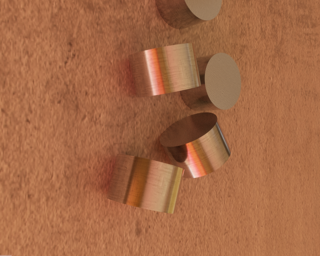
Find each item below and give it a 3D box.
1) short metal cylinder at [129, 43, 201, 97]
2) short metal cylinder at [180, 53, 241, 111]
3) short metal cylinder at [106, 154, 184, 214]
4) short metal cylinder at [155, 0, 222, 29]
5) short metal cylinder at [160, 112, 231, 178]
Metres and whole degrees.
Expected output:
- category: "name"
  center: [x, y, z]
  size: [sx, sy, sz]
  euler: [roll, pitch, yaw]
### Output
- category: "short metal cylinder"
  center: [0.006, -0.069, 0.376]
  size: [0.081, 0.080, 0.050]
  euler: [-18, 102, -39]
- category: "short metal cylinder"
  center: [0.074, -0.065, 0.452]
  size: [0.081, 0.050, 0.079]
  euler: [0, 90, -40]
- category: "short metal cylinder"
  center: [-0.016, 0.064, 0.357]
  size: [0.080, 0.080, 0.050]
  euler: [22, 76, -38]
- category: "short metal cylinder"
  center: [0.039, -0.181, 0.423]
  size: [0.081, 0.050, 0.079]
  euler: [0, 90, -40]
- category: "short metal cylinder"
  center: [0.047, 0.021, 0.410]
  size: [0.080, 0.080, 0.050]
  euler: [-41, 115, -33]
